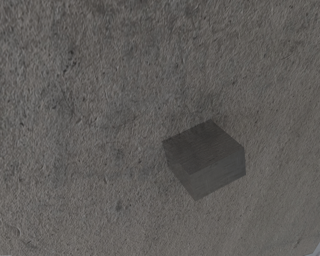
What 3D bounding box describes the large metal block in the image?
[{"bbox_3d":[0.060,0.041,0.429,0.080,0.080,0.050,-24,127,-13],"label":"large metal block"}]
